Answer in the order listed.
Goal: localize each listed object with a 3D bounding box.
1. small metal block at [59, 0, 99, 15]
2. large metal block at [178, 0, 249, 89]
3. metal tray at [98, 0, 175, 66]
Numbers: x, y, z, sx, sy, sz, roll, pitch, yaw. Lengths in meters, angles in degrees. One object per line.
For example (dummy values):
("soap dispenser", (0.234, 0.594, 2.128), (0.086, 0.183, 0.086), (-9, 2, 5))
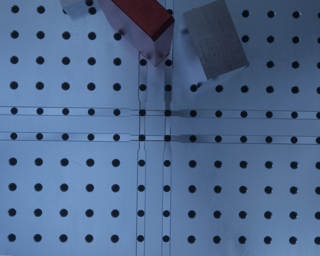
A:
("small metal block", (-0.111, -0.187, 0.412), (0.050, 0.025, 0.050), (-20, 90, -1))
("large metal block", (0.062, -0.100, 0.387), (0.050, 0.080, 0.080), (-21, 90, 0))
("metal tray", (-0.028, -0.125, 0.360), (0.090, 0.130, 0.030), (43, 90, -1))
